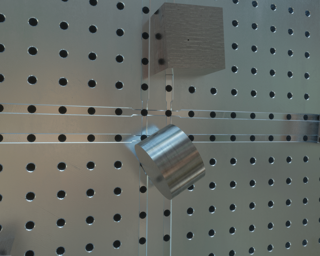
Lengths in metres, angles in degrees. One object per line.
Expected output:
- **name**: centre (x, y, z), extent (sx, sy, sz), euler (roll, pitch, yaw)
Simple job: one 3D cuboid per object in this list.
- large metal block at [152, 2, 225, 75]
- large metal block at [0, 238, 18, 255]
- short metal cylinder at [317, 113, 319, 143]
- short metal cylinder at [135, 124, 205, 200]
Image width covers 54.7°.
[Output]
- **large metal block**: centre (0.037, -0.115, 0.413), extent (0.081, 0.050, 0.079), euler (-3, 91, -20)
- **large metal block**: centre (-0.190, 0.161, 0.314), extent (0.081, 0.080, 0.050), euler (-11, 94, -20)
- **short metal cylinder**: centre (0.296, 0.003, 0.492), extent (0.081, 0.080, 0.050), euler (7, 88, -20)
- **short metal cylinder**: centre (0.011, 0.042, 0.388), extent (0.050, 0.080, 0.080), euler (-31, 101, -17)
